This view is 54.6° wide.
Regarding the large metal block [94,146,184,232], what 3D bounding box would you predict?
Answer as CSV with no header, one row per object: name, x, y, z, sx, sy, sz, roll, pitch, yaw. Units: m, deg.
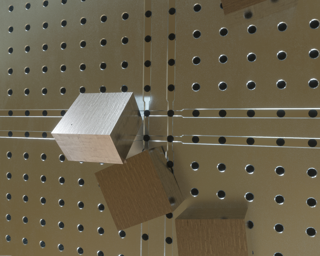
large metal block,-0.026,0.078,0.407,0.080,0.050,0.080,-25,84,18

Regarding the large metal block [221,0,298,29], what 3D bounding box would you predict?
large metal block,0.109,-0.174,0.361,0.080,0.050,0.080,-14,85,19

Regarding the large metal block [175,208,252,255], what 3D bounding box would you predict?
large metal block,0.068,0.144,0.376,0.080,0.050,0.080,-6,88,20

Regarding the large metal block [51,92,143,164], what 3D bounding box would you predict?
large metal block,-0.078,-0.002,0.405,0.080,0.080,0.050,1,133,20
